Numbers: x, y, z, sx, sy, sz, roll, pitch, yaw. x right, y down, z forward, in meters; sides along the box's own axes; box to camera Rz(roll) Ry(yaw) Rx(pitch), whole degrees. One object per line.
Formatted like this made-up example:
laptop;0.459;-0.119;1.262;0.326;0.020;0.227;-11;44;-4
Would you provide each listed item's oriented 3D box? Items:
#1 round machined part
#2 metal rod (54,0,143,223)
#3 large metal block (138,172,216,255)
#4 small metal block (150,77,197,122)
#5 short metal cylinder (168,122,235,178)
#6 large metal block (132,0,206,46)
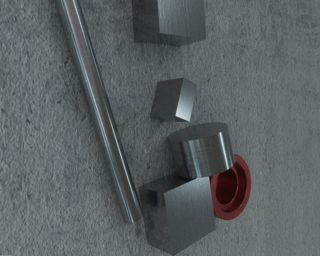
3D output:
round machined part;0.094;0.087;0.475;0.099;0.042;0.097;0;90;-40
metal rod;-0.070;-0.031;0.347;0.025;0.025;0.298;-25;106;-38
large metal block;0.024;0.107;0.411;0.081;0.050;0.079;-15;100;-39
small metal block;0.017;-0.035;0.405;0.025;0.050;0.050;21;77;-39
short metal cylinder;0.056;0.028;0.418;0.081;0.080;0.050;-23;105;-38
large metal block;0.012;-0.153;0.400;0.081;0.050;0.079;-7;95;-40
